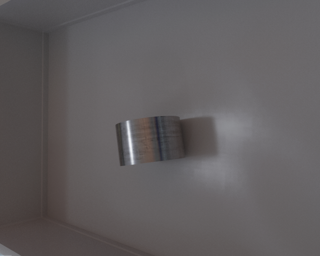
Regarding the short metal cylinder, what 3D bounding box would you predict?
[{"bbox_3d":[-0.012,0.017,0.382,0.080,0.081,0.050,-12,82,39],"label":"short metal cylinder"}]
